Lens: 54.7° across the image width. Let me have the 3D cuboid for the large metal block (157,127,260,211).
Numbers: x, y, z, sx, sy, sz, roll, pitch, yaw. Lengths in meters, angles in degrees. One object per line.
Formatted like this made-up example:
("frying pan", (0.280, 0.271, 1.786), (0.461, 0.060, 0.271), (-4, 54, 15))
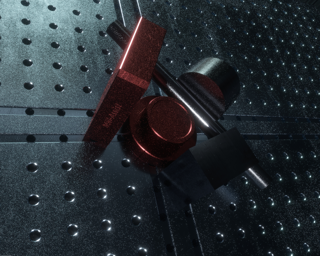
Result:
("large metal block", (0.057, 0.049, 0.375), (0.081, 0.080, 0.050), (-21, 73, -36))

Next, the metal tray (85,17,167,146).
("metal tray", (-0.041, -0.047, 0.349), (0.030, 0.129, 0.090), (25, 53, -14))

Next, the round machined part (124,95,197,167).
("round machined part", (0.006, -0.002, 0.403), (0.099, 0.042, 0.098), (14, 56, -21))

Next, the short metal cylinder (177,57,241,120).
("short metal cylinder", (0.067, -0.054, 0.442), (0.080, 0.080, 0.050), (45, 51, 2))

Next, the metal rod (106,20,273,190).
("metal rod", (0.038, -0.033, 0.423), (0.300, 0.025, 0.025), (46, 51, 4))
